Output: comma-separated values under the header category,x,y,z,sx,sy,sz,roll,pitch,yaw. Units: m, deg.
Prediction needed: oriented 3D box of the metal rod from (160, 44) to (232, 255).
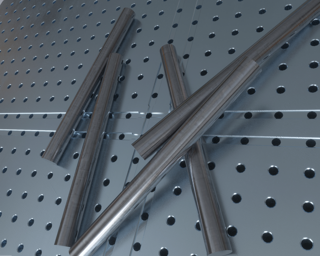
category,x,y,z,sx,sy,sz,roll,pitch,yaw
metal rod,0.035,0.002,0.387,0.025,0.025,0.299,-22,54,15

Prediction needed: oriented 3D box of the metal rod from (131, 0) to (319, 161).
category,x,y,z,sx,sy,sz,roll,pitch,yaw
metal rod,0.090,-0.066,0.379,0.301,0.025,0.025,-40,51,-8

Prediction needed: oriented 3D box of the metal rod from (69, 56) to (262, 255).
category,x,y,z,sx,sy,sz,roll,pitch,yaw
metal rod,0.003,0.040,0.354,0.300,0.025,0.025,-48,51,5

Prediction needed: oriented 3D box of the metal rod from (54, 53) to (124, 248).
category,x,y,z,sx,sy,sz,roll,pitch,yaw
metal rod,-0.095,0.014,0.447,0.025,0.025,0.299,-5,59,25

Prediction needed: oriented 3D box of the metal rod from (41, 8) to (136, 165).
category,x,y,z,sx,sy,sz,roll,pitch,yaw
metal rod,-0.111,-0.080,0.513,0.025,0.025,0.300,10,66,32
